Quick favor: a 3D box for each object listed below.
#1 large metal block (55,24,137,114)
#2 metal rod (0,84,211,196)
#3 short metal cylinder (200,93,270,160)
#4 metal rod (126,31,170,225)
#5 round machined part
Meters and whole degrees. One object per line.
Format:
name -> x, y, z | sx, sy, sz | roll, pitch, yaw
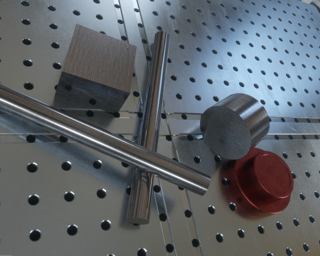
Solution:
large metal block -> -0.080, -0.074, 0.395 | 0.081, 0.050, 0.080 | 16, 55, -19
metal rod -> -0.085, 0.005, 0.339 | 0.301, 0.025, 0.025 | 24, 53, -6
short metal cylinder -> 0.104, -0.003, 0.433 | 0.050, 0.080, 0.080 | -31, 79, -38
metal rod -> -0.010, -0.023, 0.418 | 0.025, 0.025, 0.300 | 19, 54, -18
round machined part -> 0.146, 0.071, 0.435 | 0.099, 0.042, 0.098 | 14, 56, -21
